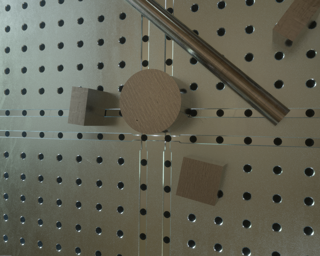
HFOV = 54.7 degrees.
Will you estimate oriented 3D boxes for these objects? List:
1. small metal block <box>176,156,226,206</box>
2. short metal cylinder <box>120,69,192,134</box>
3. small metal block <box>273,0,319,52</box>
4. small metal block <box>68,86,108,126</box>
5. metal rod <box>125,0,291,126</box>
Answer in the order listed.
[{"bbox_3d":[0.052,0.065,0.394,0.050,0.025,0.050,12,94,19],"label":"small metal block"},{"bbox_3d":[-0.005,-0.032,0.400,0.080,0.050,0.079,0,90,19],"label":"short metal cylinder"},{"bbox_3d":[0.152,-0.118,0.346,0.025,0.050,0.050,39,102,15],"label":"small metal block"},{"bbox_3d":[-0.100,-0.029,0.433,0.025,0.050,0.050,9,93,19],"label":"small metal block"},{"bbox_3d":[0.038,-0.111,0.398,0.300,0.025,0.025,43,103,14],"label":"metal rod"}]
